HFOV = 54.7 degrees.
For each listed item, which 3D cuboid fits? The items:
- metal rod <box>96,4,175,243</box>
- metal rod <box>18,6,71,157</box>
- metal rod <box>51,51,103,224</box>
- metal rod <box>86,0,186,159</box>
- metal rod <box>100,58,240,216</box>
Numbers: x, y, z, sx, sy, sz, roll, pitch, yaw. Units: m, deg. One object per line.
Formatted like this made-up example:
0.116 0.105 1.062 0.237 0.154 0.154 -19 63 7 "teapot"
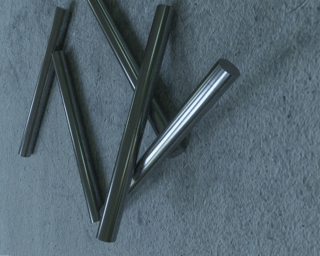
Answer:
-0.029 -0.009 0.389 0.025 0.025 0.299 11 85 39 "metal rod"
-0.222 -0.078 0.588 0.025 0.025 0.298 35 111 34 "metal rod"
-0.138 0.007 0.519 0.025 0.025 0.299 -28 73 36 "metal rod"
-0.044 -0.091 0.441 0.025 0.025 0.299 -42 65 32 "metal rod"
-0.008 0.036 0.380 0.298 0.025 0.025 -52 59 38 "metal rod"
